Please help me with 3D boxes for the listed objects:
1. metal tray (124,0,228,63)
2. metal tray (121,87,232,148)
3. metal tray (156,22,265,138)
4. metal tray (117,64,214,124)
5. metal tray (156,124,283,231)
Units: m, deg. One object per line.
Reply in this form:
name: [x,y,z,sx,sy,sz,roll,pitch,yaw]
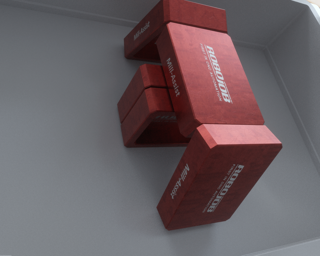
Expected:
metal tray: [0.016,-0.124,0.420,0.091,0.130,0.030,1,82,-28]
metal tray: [0.028,-0.009,0.383,0.131,0.090,0.030,1,62,-28]
metal tray: [0.054,-0.053,0.346,0.091,0.030,0.130,1,61,-28]
metal tray: [0.022,-0.036,0.396,0.131,0.090,0.030,1,62,-28]
metal tray: [0.060,0.055,0.333,0.091,0.129,0.030,1,40,-29]
